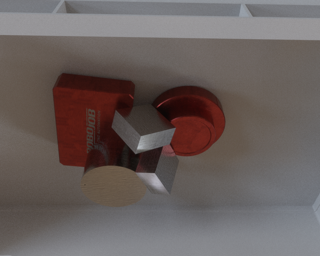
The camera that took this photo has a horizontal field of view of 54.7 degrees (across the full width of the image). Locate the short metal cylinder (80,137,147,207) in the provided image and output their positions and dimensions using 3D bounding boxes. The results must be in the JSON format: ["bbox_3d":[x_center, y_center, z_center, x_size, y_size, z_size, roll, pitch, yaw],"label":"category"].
[{"bbox_3d":[-0.057,0.057,0.399,0.081,0.050,0.079,0,130,0],"label":"short metal cylinder"}]

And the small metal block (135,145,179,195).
[{"bbox_3d":[-0.002,0.047,0.379,0.025,0.050,0.050,-2,140,26],"label":"small metal block"}]

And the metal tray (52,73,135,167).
[{"bbox_3d":[-0.083,-0.003,0.397,0.091,0.030,0.129,6,130,-6],"label":"metal tray"}]

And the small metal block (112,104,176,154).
[{"bbox_3d":[-0.019,-0.001,0.356,0.050,0.050,0.025,-13,135,-39],"label":"small metal block"}]

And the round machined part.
[{"bbox_3d":[0.034,-0.002,0.395,0.099,0.042,0.097,-1,130,0],"label":"round machined part"}]
